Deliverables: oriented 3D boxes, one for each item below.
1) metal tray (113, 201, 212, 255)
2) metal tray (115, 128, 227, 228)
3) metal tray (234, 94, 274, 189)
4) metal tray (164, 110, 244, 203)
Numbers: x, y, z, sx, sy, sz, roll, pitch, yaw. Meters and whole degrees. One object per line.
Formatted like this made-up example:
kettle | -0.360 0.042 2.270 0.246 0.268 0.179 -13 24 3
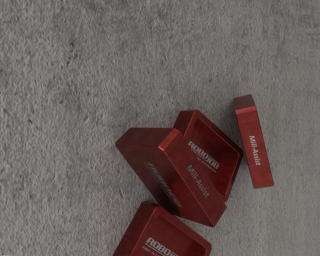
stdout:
metal tray | 0.007 0.167 0.407 0.130 0.030 0.090 44 63 -31
metal tray | 0.013 0.058 0.373 0.030 0.090 0.130 -48 119 -29
metal tray | 0.148 0.019 0.494 0.090 0.030 0.129 -57 132 -68
metal tray | 0.065 0.043 0.455 0.130 0.030 0.090 38 67 -34
